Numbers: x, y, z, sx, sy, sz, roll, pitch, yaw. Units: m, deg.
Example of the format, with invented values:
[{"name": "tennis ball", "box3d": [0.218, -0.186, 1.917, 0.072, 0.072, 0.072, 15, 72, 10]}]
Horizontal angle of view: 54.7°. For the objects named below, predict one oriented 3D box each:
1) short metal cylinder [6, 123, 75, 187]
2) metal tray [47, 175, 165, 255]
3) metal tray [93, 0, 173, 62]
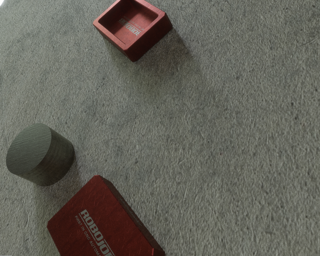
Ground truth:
[{"name": "short metal cylinder", "box3d": [-0.175, 0.040, 0.455, 0.080, 0.050, 0.080, -13, 56, 21]}, {"name": "metal tray", "box3d": [-0.067, 0.128, 0.357, 0.090, 0.030, 0.130, -45, 51, -4]}, {"name": "metal tray", "box3d": [-0.051, -0.179, 0.536, 0.090, 0.030, 0.130, -43, 51, -2]}]
